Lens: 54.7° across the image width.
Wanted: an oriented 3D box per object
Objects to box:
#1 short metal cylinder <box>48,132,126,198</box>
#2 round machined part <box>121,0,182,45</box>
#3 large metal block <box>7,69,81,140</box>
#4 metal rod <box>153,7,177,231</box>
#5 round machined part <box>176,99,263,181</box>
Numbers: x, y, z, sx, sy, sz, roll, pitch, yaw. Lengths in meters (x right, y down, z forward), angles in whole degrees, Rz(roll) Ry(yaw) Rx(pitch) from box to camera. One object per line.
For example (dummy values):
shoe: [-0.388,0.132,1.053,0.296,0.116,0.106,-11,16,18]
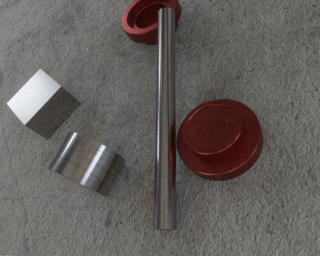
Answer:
short metal cylinder: [-0.090,0.046,0.387,0.080,0.080,0.050,15,70,34]
round machined part: [-0.010,-0.176,0.506,0.098,0.042,0.098,-13,56,21]
large metal block: [-0.192,-0.041,0.514,0.080,0.050,0.080,-49,52,-7]
metal rod: [0.007,-0.028,0.392,0.025,0.025,0.299,-9,65,23]
round machined part: [0.064,0.007,0.355,0.098,0.042,0.098,-13,56,21]
